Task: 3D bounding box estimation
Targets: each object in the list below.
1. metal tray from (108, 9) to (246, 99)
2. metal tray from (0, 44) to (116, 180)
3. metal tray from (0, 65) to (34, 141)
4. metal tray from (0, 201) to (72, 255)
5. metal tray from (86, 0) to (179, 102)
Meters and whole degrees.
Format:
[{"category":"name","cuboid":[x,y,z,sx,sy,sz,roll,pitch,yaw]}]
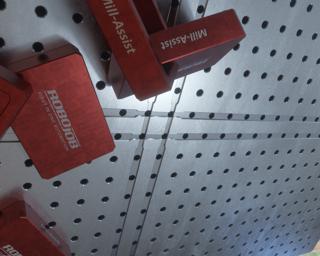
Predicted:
[{"category":"metal tray","cuboid":[0.013,-0.075,0.330,0.131,0.090,0.030,-22,86,-15]},{"category":"metal tray","cuboid":[-0.111,-0.014,0.338,0.091,0.030,0.129,-24,127,-14]},{"category":"metal tray","cuboid":[-0.189,-0.032,0.257,0.130,0.030,0.090,34,100,-19]},{"category":"metal tray","cuboid":[-0.186,0.164,0.408,0.090,0.030,0.130,-29,128,-10]},{"category":"metal tray","cuboid":[-0.024,-0.099,0.270,0.030,0.090,0.130,-19,113,19]}]
